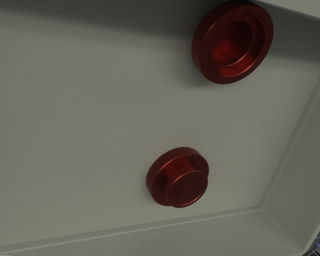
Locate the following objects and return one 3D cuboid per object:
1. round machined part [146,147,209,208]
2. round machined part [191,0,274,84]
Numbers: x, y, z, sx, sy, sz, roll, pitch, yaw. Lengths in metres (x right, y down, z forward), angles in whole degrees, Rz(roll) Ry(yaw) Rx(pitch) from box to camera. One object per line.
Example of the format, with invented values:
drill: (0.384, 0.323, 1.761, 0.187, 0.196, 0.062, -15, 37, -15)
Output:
round machined part: (0.032, 0.080, 0.465, 0.099, 0.042, 0.097, -14, 124, -21)
round machined part: (0.081, -0.105, 0.371, 0.099, 0.042, 0.097, -15, 133, -16)
